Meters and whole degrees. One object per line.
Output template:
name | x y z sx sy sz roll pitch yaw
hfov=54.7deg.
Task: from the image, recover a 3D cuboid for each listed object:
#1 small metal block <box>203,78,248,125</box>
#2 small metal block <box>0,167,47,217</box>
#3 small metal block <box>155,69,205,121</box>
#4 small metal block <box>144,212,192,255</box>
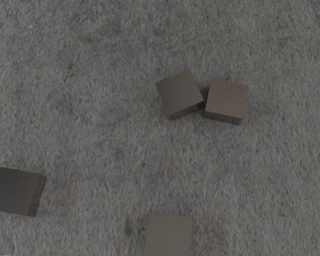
small metal block | 0.089 -0.036 0.422 0.050 0.025 0.050 12 70 4
small metal block | -0.174 0.078 0.377 0.050 0.025 0.050 10 70 3
small metal block | 0.027 -0.044 0.420 0.050 0.025 0.050 -23 71 4
small metal block | 0.009 0.128 0.362 0.050 0.025 0.050 6 70 1
